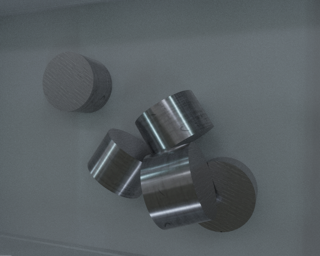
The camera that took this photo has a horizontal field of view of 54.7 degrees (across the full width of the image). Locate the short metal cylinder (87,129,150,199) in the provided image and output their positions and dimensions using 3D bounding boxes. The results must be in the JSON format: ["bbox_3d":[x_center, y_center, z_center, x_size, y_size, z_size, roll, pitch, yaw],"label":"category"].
[{"bbox_3d":[-0.044,0.044,0.396,0.080,0.080,0.050,37,102,16],"label":"short metal cylinder"}]

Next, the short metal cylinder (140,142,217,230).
[{"bbox_3d":[0.021,0.060,0.320,0.050,0.080,0.080,-18,84,19],"label":"short metal cylinder"}]

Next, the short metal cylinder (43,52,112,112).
[{"bbox_3d":[-0.115,-0.062,0.436,0.080,0.050,0.079,0,90,19],"label":"short metal cylinder"}]

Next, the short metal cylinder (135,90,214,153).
[{"bbox_3d":[0.017,-0.003,0.375,0.080,0.080,0.050,-33,80,17],"label":"short metal cylinder"}]

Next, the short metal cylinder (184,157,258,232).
[{"bbox_3d":[0.074,0.077,0.371,0.080,0.050,0.079,0,90,19],"label":"short metal cylinder"}]
